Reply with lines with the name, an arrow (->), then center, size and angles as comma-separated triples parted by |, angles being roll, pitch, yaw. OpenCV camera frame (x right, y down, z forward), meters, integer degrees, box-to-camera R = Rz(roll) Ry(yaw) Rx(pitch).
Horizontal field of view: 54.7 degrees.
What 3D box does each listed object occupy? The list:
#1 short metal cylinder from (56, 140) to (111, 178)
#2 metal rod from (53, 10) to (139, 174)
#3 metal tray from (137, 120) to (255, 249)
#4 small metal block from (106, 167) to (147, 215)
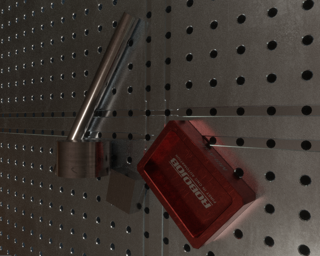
short metal cylinder -> -0.113, 0.044, 0.464 | 0.080, 0.081, 0.050 | 1, 91, 39
metal rod -> -0.110, -0.042, 0.496 | 0.025, 0.025, 0.298 | 44, 116, 31
metal tray -> 0.036, 0.064, 0.374 | 0.130, 0.030, 0.089 | 50, 119, 28
small metal block -> -0.049, 0.089, 0.447 | 0.050, 0.025, 0.050 | 18, 101, 38
